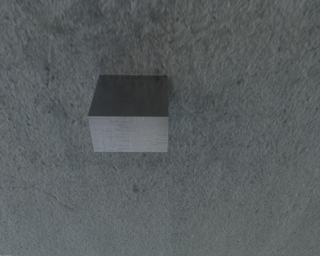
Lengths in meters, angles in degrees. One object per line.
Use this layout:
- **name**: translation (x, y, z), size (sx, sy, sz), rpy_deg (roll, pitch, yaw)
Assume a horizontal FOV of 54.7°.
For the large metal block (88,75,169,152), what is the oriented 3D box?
- **large metal block**: translation (-0.032, -0.018, 0.355), size (0.081, 0.080, 0.050), rpy_deg (0, 130, -1)
